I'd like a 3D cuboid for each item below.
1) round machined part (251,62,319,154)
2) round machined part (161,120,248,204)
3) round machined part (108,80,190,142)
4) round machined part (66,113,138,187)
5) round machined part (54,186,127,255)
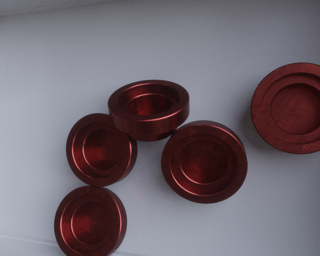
[{"bbox_3d":[0.154,-0.021,0.347,0.098,0.042,0.097,0,90,19],"label":"round machined part"},{"bbox_3d":[0.054,0.038,0.373,0.098,0.042,0.097,3,106,11],"label":"round machined part"},{"bbox_3d":[-0.012,-0.019,0.385,0.098,0.098,0.042,10,128,19],"label":"round machined part"},{"bbox_3d":[-0.076,0.029,0.427,0.098,0.042,0.097,0,90,19],"label":"round machined part"},{"bbox_3d":[-0.090,0.129,0.425,0.098,0.042,0.098,-4,77,16],"label":"round machined part"}]
